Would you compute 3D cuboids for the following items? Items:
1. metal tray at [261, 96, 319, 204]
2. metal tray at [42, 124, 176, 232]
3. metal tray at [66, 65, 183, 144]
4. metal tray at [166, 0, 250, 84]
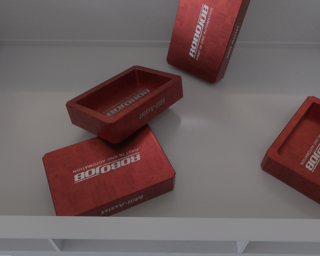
[{"bbox_3d":[0.197,0.023,0.383,0.090,0.030,0.131,33,57,24],"label":"metal tray"},{"bbox_3d":[-0.059,0.051,0.359,0.131,0.030,0.090,-19,53,-16],"label":"metal tray"},{"bbox_3d":[-0.043,-0.037,0.407,0.090,0.030,0.131,21,44,36],"label":"metal tray"},{"bbox_3d":[0.066,-0.142,0.454,0.090,0.129,0.030,30,36,22],"label":"metal tray"}]
